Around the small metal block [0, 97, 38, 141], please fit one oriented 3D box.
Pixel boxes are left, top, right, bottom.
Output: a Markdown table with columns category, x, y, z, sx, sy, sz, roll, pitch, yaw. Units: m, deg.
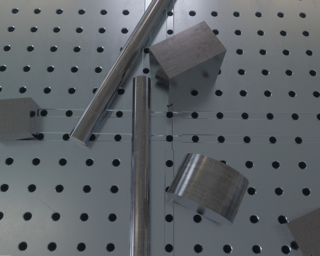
| category | x | y | z | sx | sy | sz | roll | pitch | yaw |
| --- | --- | --- | --- | --- | --- | --- | --- | --- | --- |
| small metal block | -0.195 | -0.011 | 0.414 | 0.050 | 0.025 | 0.050 | -4 | 70 | -2 |

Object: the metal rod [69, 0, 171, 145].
| category | x | y | z | sx | sy | sz | roll | pitch | yaw |
| --- | --- | --- | --- | --- | --- | --- | --- | --- | --- |
| metal rod | -0.043 | -0.111 | 0.451 | 0.025 | 0.025 | 0.300 | 24 | 72 | 8 |

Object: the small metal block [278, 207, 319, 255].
| category | x | y | z | sx | sy | sz | roll | pitch | yaw |
| --- | --- | --- | --- | --- | --- | --- | --- | --- | --- |
| small metal block | 0.179 | 0.127 | 0.367 | 0.050 | 0.025 | 0.050 | -21 | 72 | -8 |

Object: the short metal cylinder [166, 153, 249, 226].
| category | x | y | z | sx | sy | sz | roll | pitch | yaw |
| --- | --- | --- | --- | --- | --- | --- | --- | --- | --- |
| short metal cylinder | 0.055 | 0.071 | 0.357 | 0.080 | 0.080 | 0.050 | 25 | 72 | 8 |

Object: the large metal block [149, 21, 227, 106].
| category | x | y | z | sx | sy | sz | roll | pitch | yaw |
| --- | --- | --- | --- | --- | --- | --- | --- | --- | --- |
| large metal block | 0.034 | -0.083 | 0.413 | 0.080 | 0.080 | 0.050 | -28 | 73 | -10 |

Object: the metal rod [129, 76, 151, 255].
| category | x | y | z | sx | sy | sz | roll | pitch | yaw |
| --- | --- | --- | --- | --- | --- | --- | --- | --- | --- |
| metal rod | -0.024 | 0.073 | 0.384 | 0.025 | 0.025 | 0.299 | 0 | 70 | 0 |
